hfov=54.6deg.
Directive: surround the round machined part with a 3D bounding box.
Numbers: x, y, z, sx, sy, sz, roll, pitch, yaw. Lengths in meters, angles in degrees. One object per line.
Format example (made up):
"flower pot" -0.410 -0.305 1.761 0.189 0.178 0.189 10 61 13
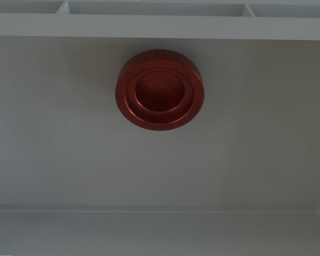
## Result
"round machined part" 0.000 -0.047 0.358 0.099 0.042 0.097 0 130 0
